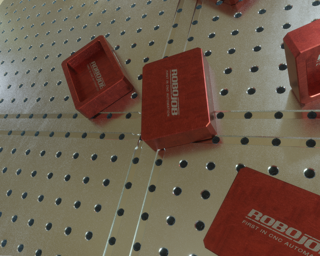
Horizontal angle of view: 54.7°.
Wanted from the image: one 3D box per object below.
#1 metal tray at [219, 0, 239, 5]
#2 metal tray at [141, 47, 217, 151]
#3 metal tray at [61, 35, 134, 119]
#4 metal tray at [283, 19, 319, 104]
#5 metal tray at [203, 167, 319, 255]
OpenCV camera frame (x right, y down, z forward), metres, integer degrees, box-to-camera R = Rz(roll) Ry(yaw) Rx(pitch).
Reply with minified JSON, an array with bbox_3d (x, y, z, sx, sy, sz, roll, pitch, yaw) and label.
[{"bbox_3d":[0.104,-0.261,0.509,0.090,0.030,0.130,-44,51,-3],"label":"metal tray"},{"bbox_3d":[0.022,-0.041,0.417,0.090,0.030,0.130,-14,56,20],"label":"metal tray"},{"bbox_3d":[-0.107,-0.088,0.512,0.090,0.030,0.130,-33,52,6],"label":"metal tray"},{"bbox_3d":[0.199,-0.082,0.312,0.130,0.090,0.030,-22,54,14],"label":"metal tray"},{"bbox_3d":[0.117,0.101,0.282,0.130,0.030,0.090,21,73,35],"label":"metal tray"}]
